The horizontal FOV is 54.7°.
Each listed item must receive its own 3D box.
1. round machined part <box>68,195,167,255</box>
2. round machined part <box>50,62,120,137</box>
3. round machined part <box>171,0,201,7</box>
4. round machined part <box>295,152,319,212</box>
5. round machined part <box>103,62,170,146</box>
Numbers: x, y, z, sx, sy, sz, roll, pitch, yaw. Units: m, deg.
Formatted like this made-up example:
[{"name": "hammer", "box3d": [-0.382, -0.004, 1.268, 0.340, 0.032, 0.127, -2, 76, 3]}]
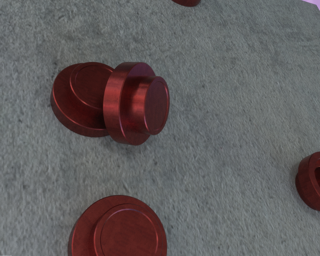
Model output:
[{"name": "round machined part", "box3d": [-0.037, 0.113, 0.305, 0.099, 0.042, 0.098, 14, 56, -21]}, {"name": "round machined part", "box3d": [-0.079, -0.041, 0.377, 0.099, 0.042, 0.098, 14, 56, -21]}, {"name": "round machined part", "box3d": [0.045, -0.284, 0.593, 0.099, 0.042, 0.098, 14, 56, -21]}, {"name": "round machined part", "box3d": [0.250, 0.089, 0.477, 0.099, 0.042, 0.098, 14, 56, -21]}, {"name": "round machined part", "box3d": [-0.021, -0.027, 0.362, 0.042, 0.098, 0.098, 7, 47, 24]}]
